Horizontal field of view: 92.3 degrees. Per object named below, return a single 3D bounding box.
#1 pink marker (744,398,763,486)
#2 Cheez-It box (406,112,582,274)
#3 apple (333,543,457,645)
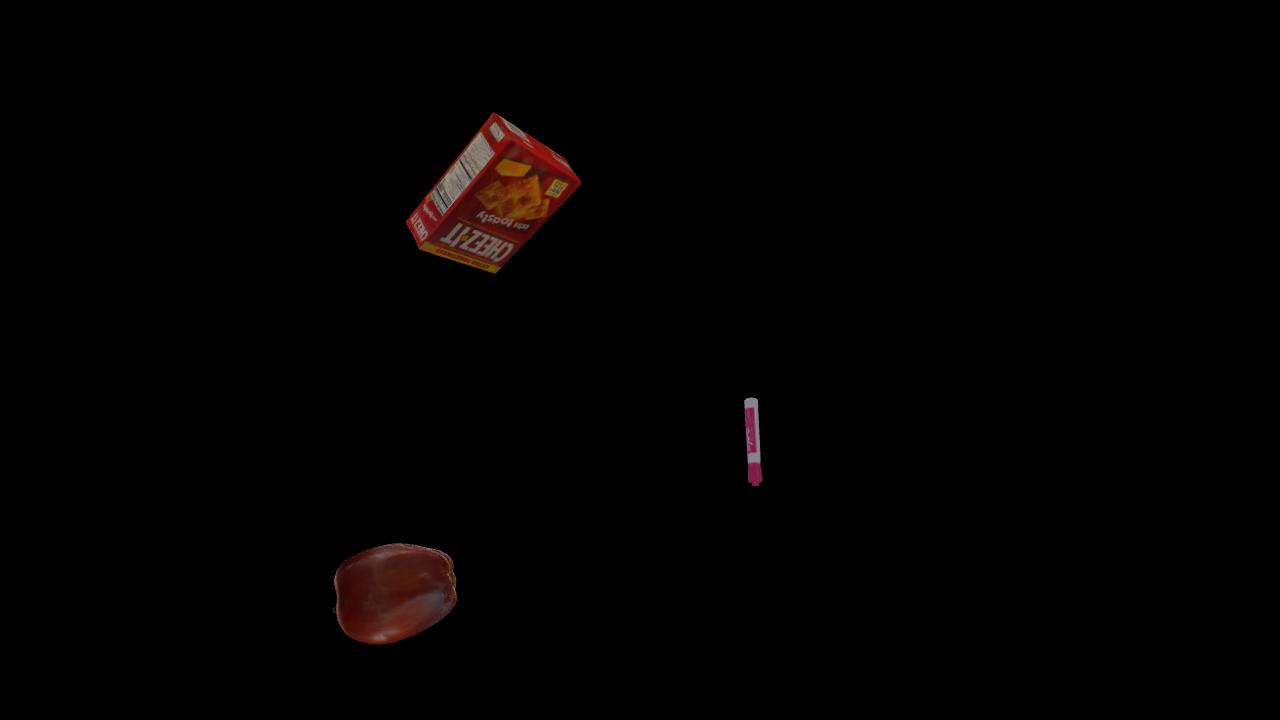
[{"bbox_3d":[0.151,0.109,0.821,0.020,0.121,0.020,2,-28,1],"label":"pink marker"},{"bbox_3d":[-0.224,-0.244,0.948,0.223,0.071,0.166,-41,-25,19],"label":"Cheez-It box"},{"bbox_3d":[-0.195,0.184,0.488,0.093,0.079,0.079,-10,2,-12],"label":"apple"}]
